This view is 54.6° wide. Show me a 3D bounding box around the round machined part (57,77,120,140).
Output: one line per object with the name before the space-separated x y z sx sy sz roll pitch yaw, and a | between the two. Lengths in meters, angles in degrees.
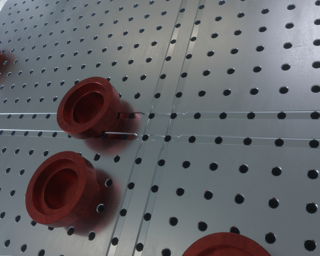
round machined part | -0.103 -0.026 0.469 0.098 0.042 0.098 -13 56 21

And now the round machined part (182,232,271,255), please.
round machined part | 0.063 0.147 0.275 0.098 0.042 0.098 -13 56 21

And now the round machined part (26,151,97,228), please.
round machined part | -0.125 0.083 0.414 0.098 0.042 0.098 -13 56 21
